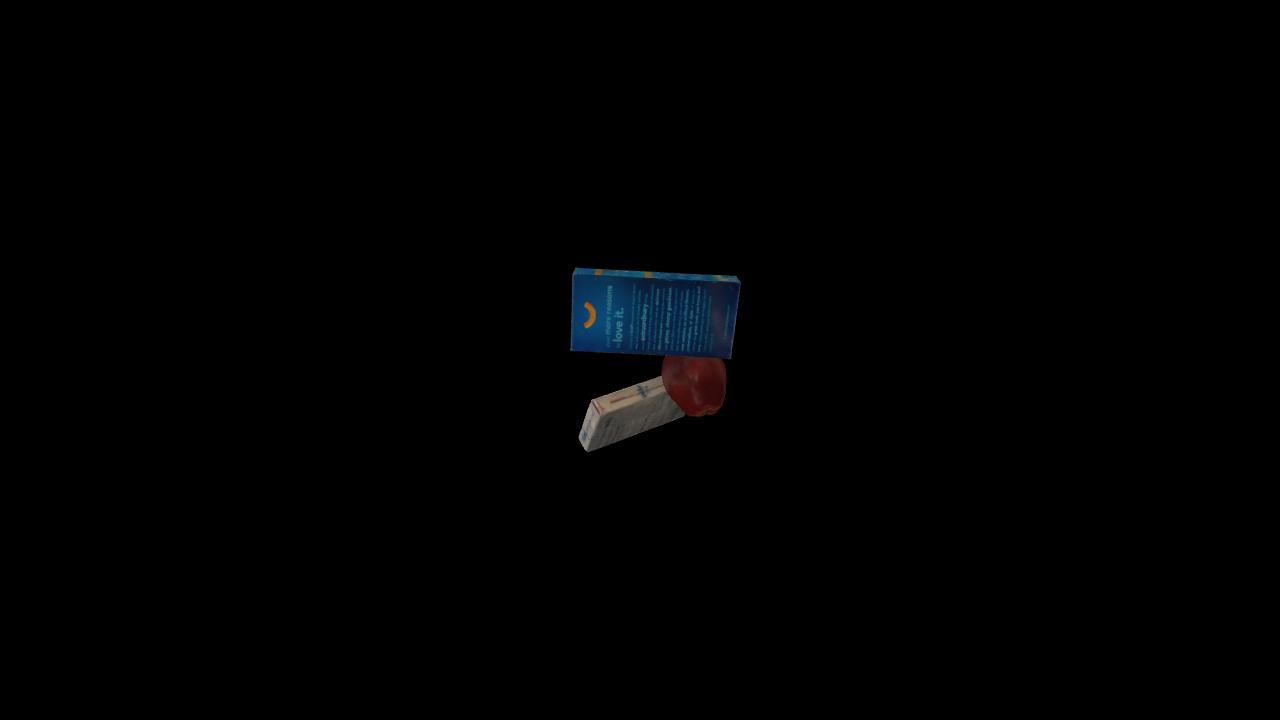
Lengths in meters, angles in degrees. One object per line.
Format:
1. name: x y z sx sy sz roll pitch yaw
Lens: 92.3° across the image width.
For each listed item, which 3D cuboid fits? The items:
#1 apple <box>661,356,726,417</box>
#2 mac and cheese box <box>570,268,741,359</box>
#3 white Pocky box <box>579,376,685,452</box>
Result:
1. apple: 0.067 0.021 0.743 0.079 0.093 0.079 -12 -19 -4
2. mac and cheese box: 0.016 -0.053 0.698 0.184 0.093 0.041 3 22 -2
3. white Pocky box: 0.002 0.061 0.769 0.154 0.028 0.084 -17 -32 -31
